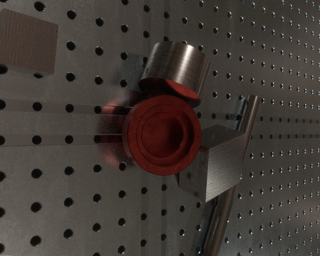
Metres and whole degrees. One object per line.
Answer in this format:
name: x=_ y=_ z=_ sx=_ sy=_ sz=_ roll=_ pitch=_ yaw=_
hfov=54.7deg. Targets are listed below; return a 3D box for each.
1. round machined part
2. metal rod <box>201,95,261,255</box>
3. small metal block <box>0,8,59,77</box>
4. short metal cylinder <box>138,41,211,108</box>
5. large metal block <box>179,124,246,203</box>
round machined part: x=-0.001 y=0.008 z=0.389 sx=0.099 sy=0.042 sz=0.097 roll=0 pitch=89 yaw=-25
metal rod: x=0.118 y=0.082 z=0.511 sx=0.025 sy=0.025 sz=0.299 roll=32 pitch=70 yaw=-36
small metal block: x=-0.130 y=-0.080 z=0.301 sx=0.050 sy=0.025 sz=0.050 roll=7 pitch=86 yaw=-40
short metal cylinder: x=0.019 y=-0.064 z=0.391 sx=0.080 sy=0.080 sz=0.050 roll=30 pitch=70 yaw=-36
large metal block: x=0.075 y=0.047 z=0.445 sx=0.081 sy=0.050 sz=0.079 roll=-17 pitch=117 yaw=-39
